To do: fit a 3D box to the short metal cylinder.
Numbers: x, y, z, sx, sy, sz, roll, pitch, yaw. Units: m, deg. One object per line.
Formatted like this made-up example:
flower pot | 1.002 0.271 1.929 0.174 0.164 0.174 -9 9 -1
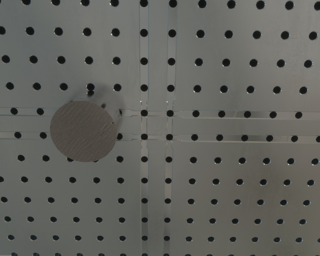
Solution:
short metal cylinder | -0.092 -0.003 0.398 0.080 0.050 0.079 0 110 0
